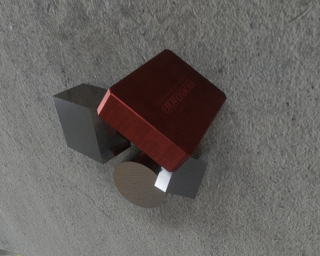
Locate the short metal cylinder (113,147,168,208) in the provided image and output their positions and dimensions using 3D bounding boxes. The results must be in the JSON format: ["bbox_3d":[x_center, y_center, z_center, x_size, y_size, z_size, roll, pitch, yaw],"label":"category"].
[{"bbox_3d":[-0.019,0.067,0.443,0.080,0.050,0.079,13,124,20],"label":"short metal cylinder"}]

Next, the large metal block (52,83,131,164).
[{"bbox_3d":[-0.091,-0.008,0.417,0.080,0.050,0.079,18,128,38],"label":"large metal block"}]

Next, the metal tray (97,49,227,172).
[{"bbox_3d":[0.010,-0.026,0.317,0.090,0.131,0.030,39,129,1],"label":"metal tray"}]

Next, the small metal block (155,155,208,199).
[{"bbox_3d":[0.028,0.060,0.399,0.050,0.050,0.025,21,178,-34],"label":"small metal block"}]

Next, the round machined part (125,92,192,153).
[{"bbox_3d":[-0.006,-0.008,0.395,0.098,0.042,0.097,13,124,20],"label":"round machined part"}]
